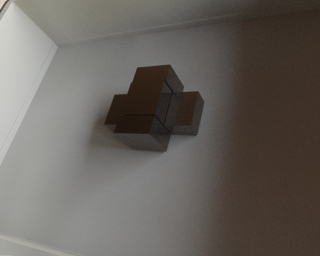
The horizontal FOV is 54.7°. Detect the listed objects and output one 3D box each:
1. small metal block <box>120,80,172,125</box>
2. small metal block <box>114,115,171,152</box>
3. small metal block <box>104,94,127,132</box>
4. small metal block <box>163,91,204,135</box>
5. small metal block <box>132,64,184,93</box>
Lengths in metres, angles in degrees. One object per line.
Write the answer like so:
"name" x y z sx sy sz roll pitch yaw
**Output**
"small metal block" -0.017 -0.032 0.399 0.050 0.025 0.050 1 62 28
"small metal block" -0.021 0.007 0.393 0.050 0.050 0.025 1 62 28
"small metal block" -0.045 -0.021 0.439 0.050 0.025 0.050 1 62 28
"small metal block" 0.026 -0.019 0.402 0.050 0.025 0.050 1 62 28
"small metal block" -0.001 -0.059 0.424 0.050 0.050 0.025 1 62 28
